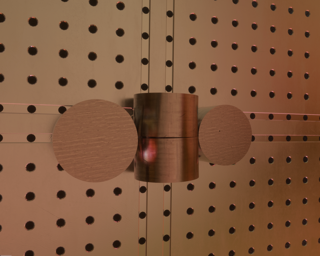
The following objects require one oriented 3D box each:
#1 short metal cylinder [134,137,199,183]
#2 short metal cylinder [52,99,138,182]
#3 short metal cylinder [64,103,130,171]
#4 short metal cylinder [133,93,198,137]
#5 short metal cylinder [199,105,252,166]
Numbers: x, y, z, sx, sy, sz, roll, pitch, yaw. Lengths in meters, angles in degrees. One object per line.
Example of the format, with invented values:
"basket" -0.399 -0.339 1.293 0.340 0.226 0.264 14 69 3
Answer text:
"short metal cylinder" 0.008 0.036 0.386 0.081 0.080 0.050 -1 91 -20
"short metal cylinder" -0.068 0.012 0.319 0.081 0.050 0.079 0 90 -20
"short metal cylinder" -0.074 0.008 0.372 0.081 0.050 0.079 0 90 -20
"short metal cylinder" 0.007 -0.015 0.386 0.081 0.080 0.050 1 91 -20
"short metal cylinder" 0.078 0.009 0.427 0.081 0.050 0.079 0 90 -20
